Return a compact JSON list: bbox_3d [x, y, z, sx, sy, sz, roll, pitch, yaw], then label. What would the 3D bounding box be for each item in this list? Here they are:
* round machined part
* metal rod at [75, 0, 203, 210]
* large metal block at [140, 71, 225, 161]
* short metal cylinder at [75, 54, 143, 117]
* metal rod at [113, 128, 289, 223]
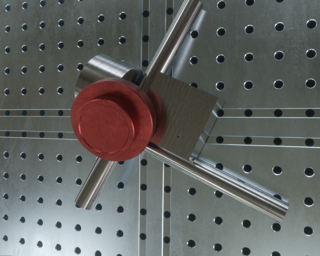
[{"bbox_3d":[-0.057,-0.005,0.353,0.098,0.042,0.097,4,111,11],"label":"round machined part"},{"bbox_3d":[-0.028,-0.030,0.401,0.025,0.025,0.299,29,92,17],"label":"metal rod"},{"bbox_3d":[0.023,-0.015,0.387,0.080,0.050,0.080,27,99,17],"label":"large metal block"},{"bbox_3d":[-0.064,-0.050,0.404,0.050,0.080,0.080,26,99,18],"label":"short metal cylinder"},{"bbox_3d":[0.016,0.037,0.405,0.301,0.025,0.025,26,99,17],"label":"metal rod"}]
